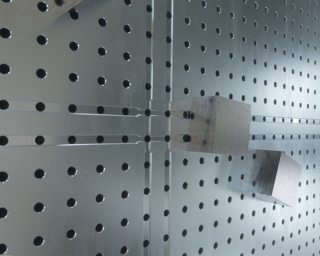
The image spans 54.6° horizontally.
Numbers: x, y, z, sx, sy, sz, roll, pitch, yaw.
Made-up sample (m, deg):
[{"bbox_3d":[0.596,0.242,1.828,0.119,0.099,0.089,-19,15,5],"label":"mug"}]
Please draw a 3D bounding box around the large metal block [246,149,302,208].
[{"bbox_3d":[0.210,0.092,0.567,0.080,0.050,0.080,30,72,-36],"label":"large metal block"}]

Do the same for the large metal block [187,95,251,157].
[{"bbox_3d":[0.090,-0.001,0.467,0.081,0.050,0.080,9,85,-40],"label":"large metal block"}]

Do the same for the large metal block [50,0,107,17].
[{"bbox_3d":[-0.066,-0.160,0.317,0.080,0.080,0.050,-37,113,-34],"label":"large metal block"}]
